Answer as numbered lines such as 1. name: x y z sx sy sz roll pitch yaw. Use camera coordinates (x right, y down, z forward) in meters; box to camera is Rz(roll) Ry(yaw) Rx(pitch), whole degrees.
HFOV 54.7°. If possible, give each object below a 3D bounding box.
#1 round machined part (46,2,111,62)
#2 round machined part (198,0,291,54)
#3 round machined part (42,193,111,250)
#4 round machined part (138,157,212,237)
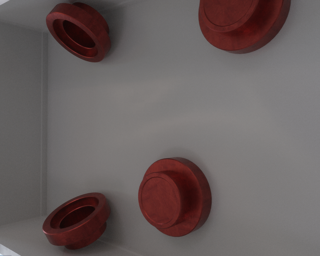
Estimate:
1. round machined part: -0.117 -0.149 0.468 0.098 0.098 0.042 9 61 39
2. round machined part: 0.082 -0.131 0.328 0.098 0.042 0.097 0 90 40
3. round machined part: -0.120 0.143 0.466 0.098 0.099 0.042 -5 112 40
4. round machined part: 0.011 0.087 0.387 0.098 0.042 0.097 0 90 40
